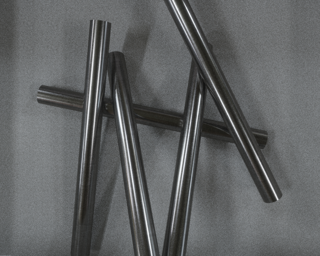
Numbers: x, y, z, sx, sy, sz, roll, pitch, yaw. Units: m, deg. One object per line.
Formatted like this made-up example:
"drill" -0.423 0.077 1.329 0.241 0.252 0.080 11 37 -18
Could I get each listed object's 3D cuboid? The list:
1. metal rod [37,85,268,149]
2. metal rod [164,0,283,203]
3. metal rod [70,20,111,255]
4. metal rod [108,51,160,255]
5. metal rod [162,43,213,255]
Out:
"metal rod" -0.009 -0.014 0.411 0.302 0.025 0.025 12 90 0
"metal rod" 0.075 -0.043 0.378 0.025 0.025 0.299 -28 97 0
"metal rod" -0.088 0.020 0.391 0.025 0.025 0.298 7 98 0
"metal rod" -0.032 0.040 0.354 0.025 0.025 0.299 -12 67 0
"metal rod" 0.033 0.031 0.366 0.025 0.025 0.299 10 72 0
